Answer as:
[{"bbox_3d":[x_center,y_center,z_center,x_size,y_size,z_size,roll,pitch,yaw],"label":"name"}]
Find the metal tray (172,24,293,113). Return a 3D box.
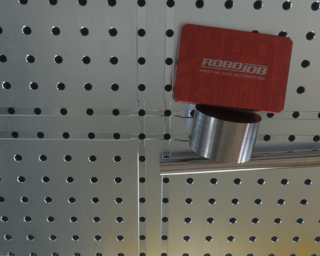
[{"bbox_3d":[0.085,-0.069,0.373,0.131,0.030,0.089,6,93,-3],"label":"metal tray"}]

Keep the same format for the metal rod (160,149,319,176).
[{"bbox_3d":[0.151,0.046,0.432,0.302,0.025,0.025,-3,110,0],"label":"metal rod"}]

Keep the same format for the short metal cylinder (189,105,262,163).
[{"bbox_3d":[0.080,0.003,0.386,0.081,0.080,0.050,7,110,-3],"label":"short metal cylinder"}]
